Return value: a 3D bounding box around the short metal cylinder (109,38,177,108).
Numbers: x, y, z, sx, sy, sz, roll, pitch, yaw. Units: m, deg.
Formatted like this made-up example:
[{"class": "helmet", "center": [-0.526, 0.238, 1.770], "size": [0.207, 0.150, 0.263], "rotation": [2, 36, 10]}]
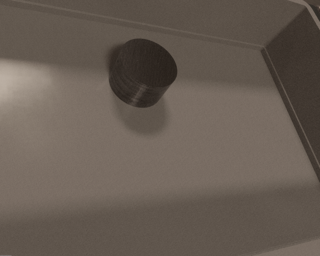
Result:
[{"class": "short metal cylinder", "center": [-0.024, -0.075, 0.424], "size": [0.081, 0.050, 0.080], "rotation": [14, 56, -21]}]
